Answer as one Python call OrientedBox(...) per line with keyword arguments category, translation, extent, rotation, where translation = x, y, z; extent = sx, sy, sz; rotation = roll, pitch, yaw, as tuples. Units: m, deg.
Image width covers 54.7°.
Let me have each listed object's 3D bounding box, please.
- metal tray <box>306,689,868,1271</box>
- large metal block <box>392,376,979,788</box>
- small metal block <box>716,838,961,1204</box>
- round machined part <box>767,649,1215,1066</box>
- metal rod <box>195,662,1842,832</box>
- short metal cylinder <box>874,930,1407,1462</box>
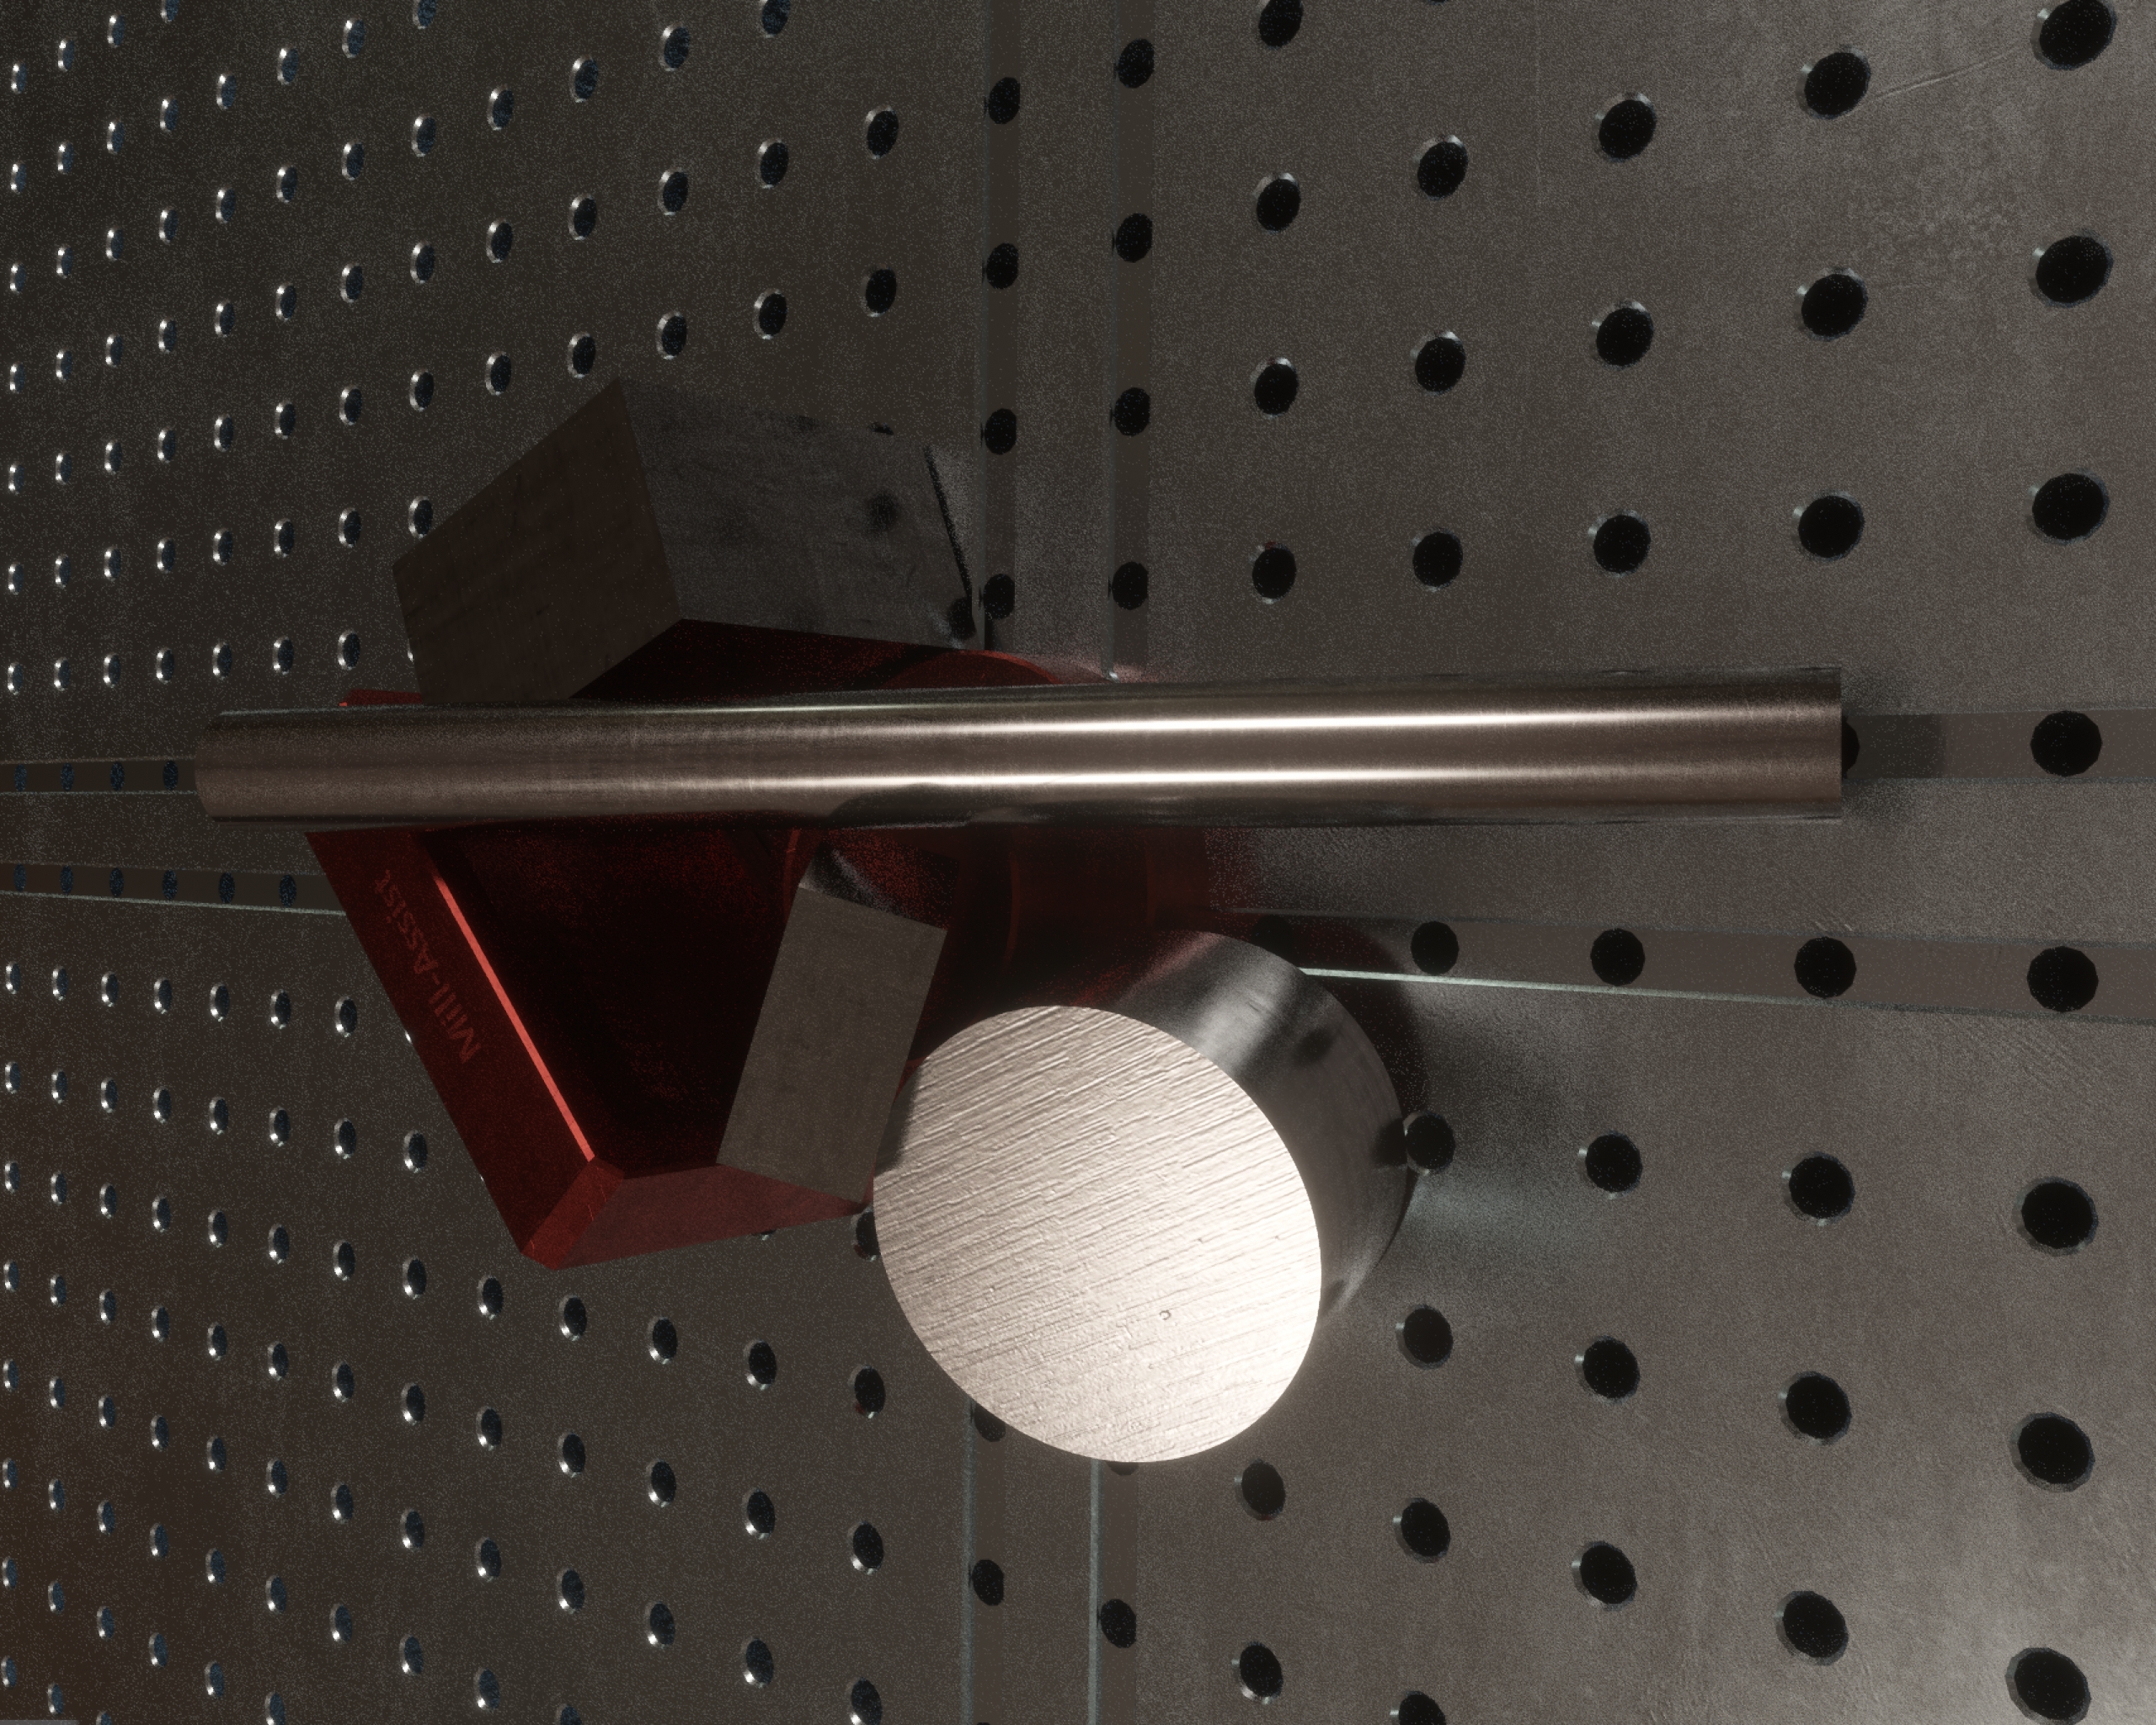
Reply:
OrientedBox(category="metal tray", translation=(-0.100, 0.020, 0.446), extent=(0.030, 0.091, 0.130), rotation=(-51, 61, 28))
OrientedBox(category="large metal block", translation=(-0.082, -0.053, 0.436), extent=(0.080, 0.081, 0.050), rotation=(-27, 74, 36))
OrientedBox(category="small metal block", translation=(-0.041, 0.025, 0.368), extent=(0.025, 0.050, 0.050), rotation=(17, 102, -5))
OrientedBox(category="round machined part", translation=(-0.024, 0.006, 0.420), extent=(0.098, 0.042, 0.097), rotation=(0, 90, 39))
OrientedBox(category="metal rod", translation=(-0.026, -0.018, 0.367), extent=(0.301, 0.025, 0.025), rotation=(0, 90, 20))
OrientedBox(category="short metal cylinder", translation=(0.012, 0.057, 0.366), extent=(0.080, 0.050, 0.079), rotation=(6, 105, 23))
